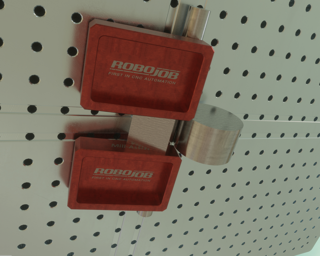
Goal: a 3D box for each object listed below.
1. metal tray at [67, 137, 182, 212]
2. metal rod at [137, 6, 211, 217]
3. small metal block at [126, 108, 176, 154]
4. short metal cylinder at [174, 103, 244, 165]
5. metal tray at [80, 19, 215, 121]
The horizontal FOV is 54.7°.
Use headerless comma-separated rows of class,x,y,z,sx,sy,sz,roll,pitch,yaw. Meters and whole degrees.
metal tray,-0.047,0.062,0.399,0.131,0.030,0.089,6,116,-18
metal rod,0.011,-0.004,0.410,0.025,0.025,0.298,0,118,-29
small metal block,-0.010,-0.001,0.386,0.050,0.025,0.050,15,114,-1
short metal cylinder,0.063,0.006,0.410,0.081,0.080,0.050,0,119,-29
metal tray,-0.016,-0.060,0.340,0.131,0.030,0.089,6,116,-18
